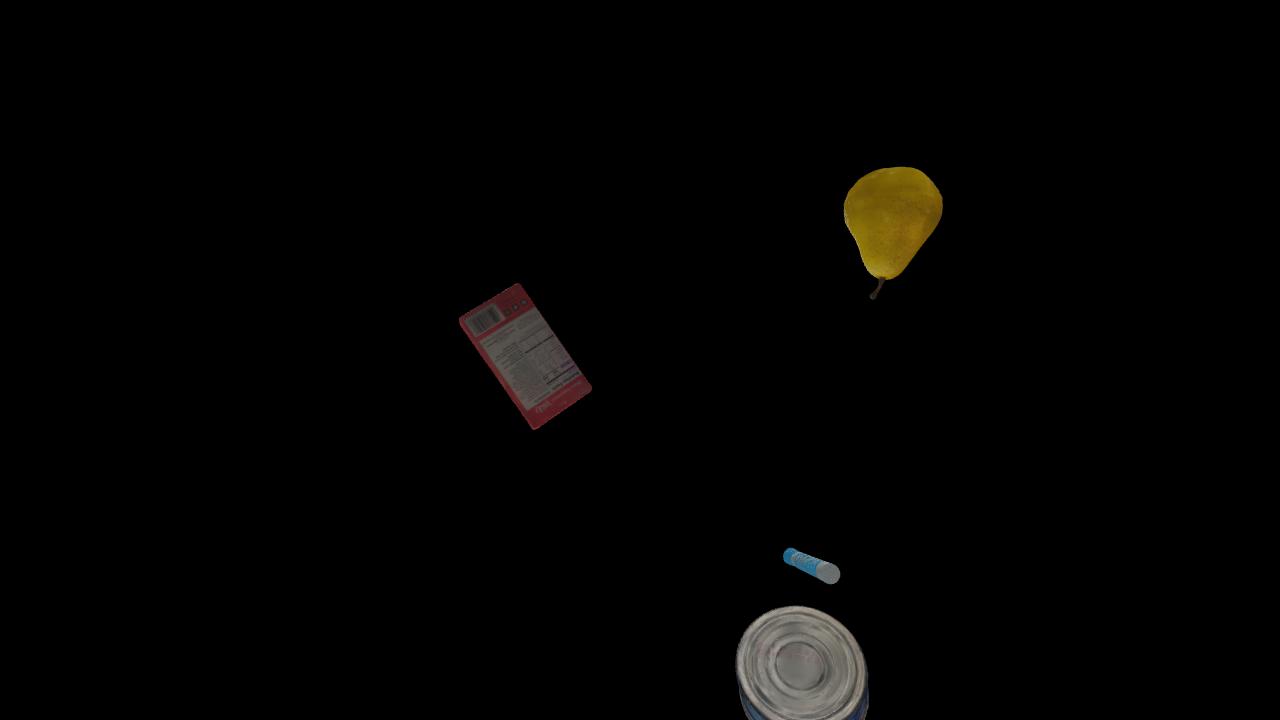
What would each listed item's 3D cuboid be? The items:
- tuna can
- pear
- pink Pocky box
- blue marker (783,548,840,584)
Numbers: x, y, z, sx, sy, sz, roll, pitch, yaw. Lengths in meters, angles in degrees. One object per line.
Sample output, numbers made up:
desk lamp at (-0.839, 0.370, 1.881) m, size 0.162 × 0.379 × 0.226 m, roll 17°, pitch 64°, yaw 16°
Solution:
tuna can at (0.105, 0.206, 0.401) m, size 0.084 × 0.034 × 0.084 m, roll -9°, pitch 36°, yaw 7°
pear at (0.219, -0.108, 0.532) m, size 0.080 × 0.111 × 0.080 m, roll 0°, pitch -11°, yaw 0°
pink Pocky box at (-0.133, -0.004, 0.719) m, size 0.084 × 0.155 × 0.029 m, roll -35°, pitch 1°, yaw -20°
blue marker at (0.174, 0.211, 0.636) m, size 0.020 × 0.020 × 0.121 m, roll 0°, pitch -10°, yaw -5°
